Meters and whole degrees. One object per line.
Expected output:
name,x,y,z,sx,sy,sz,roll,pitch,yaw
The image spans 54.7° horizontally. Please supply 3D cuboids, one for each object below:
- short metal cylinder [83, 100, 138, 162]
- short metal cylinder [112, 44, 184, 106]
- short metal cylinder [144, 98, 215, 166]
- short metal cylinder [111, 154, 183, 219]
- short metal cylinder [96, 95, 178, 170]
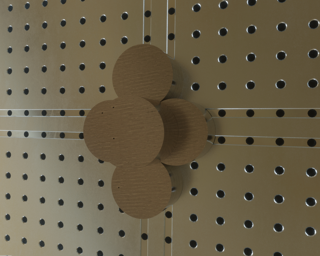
short metal cylinder,-0.055,0.004,0.419,0.080,0.050,0.079,0,90,20
short metal cylinder,-0.014,-0.064,0.404,0.080,0.050,0.079,0,90,19
short metal cylinder,0.025,0.005,0.390,0.080,0.050,0.080,0,90,20
short metal cylinder,-0.016,0.072,0.404,0.080,0.050,0.080,-1,88,19
short metal cylinder,-0.025,0.005,0.354,0.080,0.050,0.079,0,90,20
